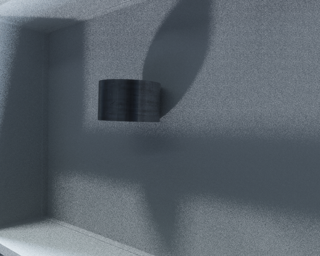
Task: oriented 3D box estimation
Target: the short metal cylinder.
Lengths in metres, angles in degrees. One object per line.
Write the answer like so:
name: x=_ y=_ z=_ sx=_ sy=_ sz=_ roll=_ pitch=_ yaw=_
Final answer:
short metal cylinder: x=-0.040 y=-0.034 z=0.405 sx=0.080 sy=0.081 sz=0.050 roll=4 pitch=92 yaw=40
